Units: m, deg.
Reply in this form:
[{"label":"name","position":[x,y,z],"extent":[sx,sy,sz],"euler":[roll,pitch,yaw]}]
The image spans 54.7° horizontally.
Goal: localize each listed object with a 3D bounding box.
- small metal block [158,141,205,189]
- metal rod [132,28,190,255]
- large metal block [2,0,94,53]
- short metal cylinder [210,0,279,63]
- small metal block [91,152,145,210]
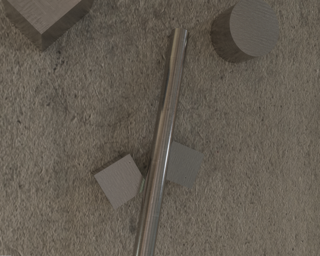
[{"label":"small metal block","position":[0.025,0.049,0.420],"extent":[0.050,0.025,0.050],"euler":[24,82,-19]},{"label":"metal rod","position":[0.003,0.015,0.392],"extent":[0.025,0.025,0.299],"euler":[14,79,-20]},{"label":"large metal block","position":[-0.118,-0.136,0.336],"extent":[0.050,0.080,0.080],"euler":[46,76,-15]},{"label":"short metal cylinder","position":[0.120,-0.137,0.441],"extent":[0.081,0.050,0.079],"euler":[0,90,-20]},{"label":"small metal block","position":[-0.051,0.065,0.391],"extent":[0.050,0.025,0.050],"euler":[-31,101,-18]}]
